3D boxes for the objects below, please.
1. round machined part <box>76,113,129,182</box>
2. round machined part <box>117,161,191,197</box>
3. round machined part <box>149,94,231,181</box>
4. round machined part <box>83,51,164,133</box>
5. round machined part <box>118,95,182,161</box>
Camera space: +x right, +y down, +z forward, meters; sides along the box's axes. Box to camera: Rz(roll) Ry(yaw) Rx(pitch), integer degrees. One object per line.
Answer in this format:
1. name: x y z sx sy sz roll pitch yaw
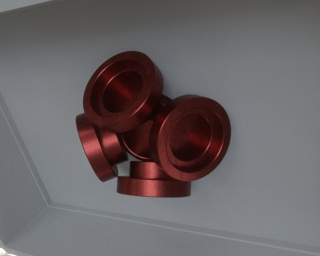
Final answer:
1. round machined part: -0.074 0.021 0.422 0.042 0.098 0.097 -22 112 -4
2. round machined part: -0.007 0.066 0.415 0.098 0.098 0.042 -1 82 28
3. round machined part: 0.031 0.009 0.361 0.042 0.099 0.097 28 139 58
4. round machined part: -0.039 -0.038 0.367 0.098 0.098 0.042 -4 154 29
5. round machined part: -0.015 0.005 0.404 0.098 0.042 0.097 13 124 20
